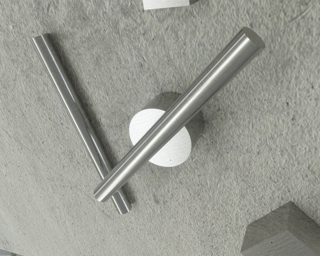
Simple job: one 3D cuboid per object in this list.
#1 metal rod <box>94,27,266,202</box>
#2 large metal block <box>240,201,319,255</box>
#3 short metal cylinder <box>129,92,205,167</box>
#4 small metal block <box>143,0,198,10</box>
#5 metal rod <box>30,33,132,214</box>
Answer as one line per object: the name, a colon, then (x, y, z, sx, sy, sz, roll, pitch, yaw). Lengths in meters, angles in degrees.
metal rod: (-0.003, 0.010, 0.348, 0.025, 0.025, 0.298, 42, 129, -1)
large metal block: (0.166, 0.153, 0.398, 0.080, 0.050, 0.080, 41, 129, 0)
short metal cylinder: (0.009, 0.001, 0.385, 0.080, 0.050, 0.079, 13, 124, 20)
small metal block: (0.008, -0.149, 0.310, 0.050, 0.025, 0.050, 5, 121, 25)
metal rod: (-0.110, 0.007, 0.467, 0.025, 0.025, 0.298, -8, 115, 31)
